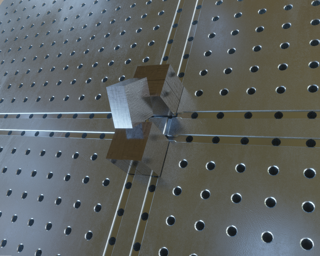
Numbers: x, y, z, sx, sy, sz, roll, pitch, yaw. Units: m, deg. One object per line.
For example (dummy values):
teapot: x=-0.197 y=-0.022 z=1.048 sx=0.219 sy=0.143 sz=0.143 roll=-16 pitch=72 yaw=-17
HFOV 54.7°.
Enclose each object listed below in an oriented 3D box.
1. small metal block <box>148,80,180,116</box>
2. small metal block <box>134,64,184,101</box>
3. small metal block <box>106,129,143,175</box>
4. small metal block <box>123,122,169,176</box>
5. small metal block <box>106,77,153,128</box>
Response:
small metal block: x=-0.008 y=-0.039 z=0.419 sx=0.050 sy=0.050 sz=0.025 roll=2 pitch=63 yaw=29
small metal block: x=-0.002 y=-0.062 z=0.429 sx=0.050 sy=0.050 sz=0.025 roll=2 pitch=63 yaw=29
small metal block: x=-0.037 y=0.026 z=0.394 sx=0.025 sy=0.050 sz=0.050 roll=1 pitch=63 yaw=29
small metal block: x=-0.016 y=0.026 z=0.381 sx=0.025 sy=0.050 sz=0.050 roll=1 pitch=63 yaw=29
small metal block: x=-0.035 y=-0.031 z=0.375 sx=0.025 sy=0.050 sz=0.050 roll=0 pitch=19 yaw=29
